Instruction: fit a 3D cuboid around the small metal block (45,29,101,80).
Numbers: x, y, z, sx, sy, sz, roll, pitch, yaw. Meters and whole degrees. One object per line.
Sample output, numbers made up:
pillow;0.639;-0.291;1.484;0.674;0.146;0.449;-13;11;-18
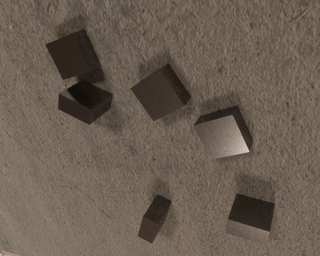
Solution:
small metal block;-0.113;-0.096;0.405;0.050;0.025;0.050;-9;114;31

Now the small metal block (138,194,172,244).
small metal block;-0.008;0.141;0.480;0.025;0.050;0.050;24;127;13

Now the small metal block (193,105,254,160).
small metal block;0.076;0.006;0.370;0.050;0.025;0.050;-17;110;34

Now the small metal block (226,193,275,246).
small metal block;0.118;0.117;0.400;0.050;0.050;0.025;12;124;21

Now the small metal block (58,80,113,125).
small metal block;-0.100;-0.036;0.419;0.050;0.050;0.025;26;127;12

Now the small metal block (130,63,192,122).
small metal block;0.001;-0.043;0.379;0.050;0.025;0.050;-26;105;36
